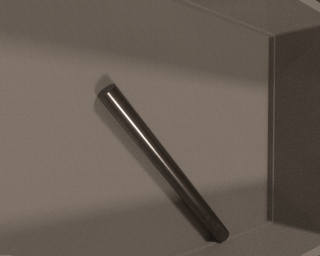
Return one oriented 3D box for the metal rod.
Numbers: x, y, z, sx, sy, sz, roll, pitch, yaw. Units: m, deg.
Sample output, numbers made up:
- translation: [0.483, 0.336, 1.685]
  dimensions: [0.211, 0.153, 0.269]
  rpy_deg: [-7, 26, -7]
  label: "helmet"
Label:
- translation: [0.018, 0.063, 0.424]
  dimensions: [0.025, 0.025, 0.300]
  rpy_deg: [-52, 121, -27]
  label: "metal rod"
